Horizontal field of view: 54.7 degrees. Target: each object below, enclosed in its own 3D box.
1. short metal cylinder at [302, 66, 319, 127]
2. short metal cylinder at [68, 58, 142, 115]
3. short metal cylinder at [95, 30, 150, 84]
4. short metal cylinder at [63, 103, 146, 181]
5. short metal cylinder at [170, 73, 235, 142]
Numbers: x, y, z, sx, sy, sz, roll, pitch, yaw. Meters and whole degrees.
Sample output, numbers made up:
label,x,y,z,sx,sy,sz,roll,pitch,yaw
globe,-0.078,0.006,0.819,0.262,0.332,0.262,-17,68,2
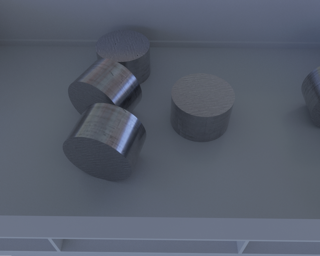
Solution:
label,x,y,z,sx,sy,sz,roll,pitch,yaw
short metal cylinder,0.235,-0.042,0.406,0.080,0.080,0.050,2,50,1
short metal cylinder,-0.071,-0.043,0.405,0.080,0.080,0.050,22,54,17
short metal cylinder,-0.055,-0.107,0.479,0.080,0.050,0.080,0,50,0
short metal cylinder,-0.062,0.017,0.354,0.080,0.080,0.050,13,51,10
short metal cylinder,0.055,-0.028,0.412,0.080,0.050,0.080,0,50,0
